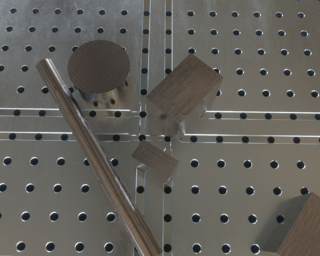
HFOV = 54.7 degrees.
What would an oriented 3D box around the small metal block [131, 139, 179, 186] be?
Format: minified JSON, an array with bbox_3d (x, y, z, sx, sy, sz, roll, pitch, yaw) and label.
[{"bbox_3d":[-0.006,0.044,0.382,0.050,0.050,0.025,31,73,10],"label":"small metal block"}]

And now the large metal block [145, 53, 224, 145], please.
[{"bbox_3d":[0.029,-0.034,0.395,0.050,0.080,0.080,40,75,13],"label":"large metal block"}]

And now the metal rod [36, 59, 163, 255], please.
[{"bbox_3d":[-0.086,0.029,0.399,0.025,0.025,0.299,-30,73,-11],"label":"metal rod"}]

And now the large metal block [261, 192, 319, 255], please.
[{"bbox_3d":[0.179,0.133,0.352,0.080,0.050,0.080,36,74,12],"label":"large metal block"}]

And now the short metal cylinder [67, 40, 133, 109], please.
[{"bbox_3d":[-0.079,-0.072,0.424,0.081,0.050,0.080,0,70,0],"label":"short metal cylinder"}]
